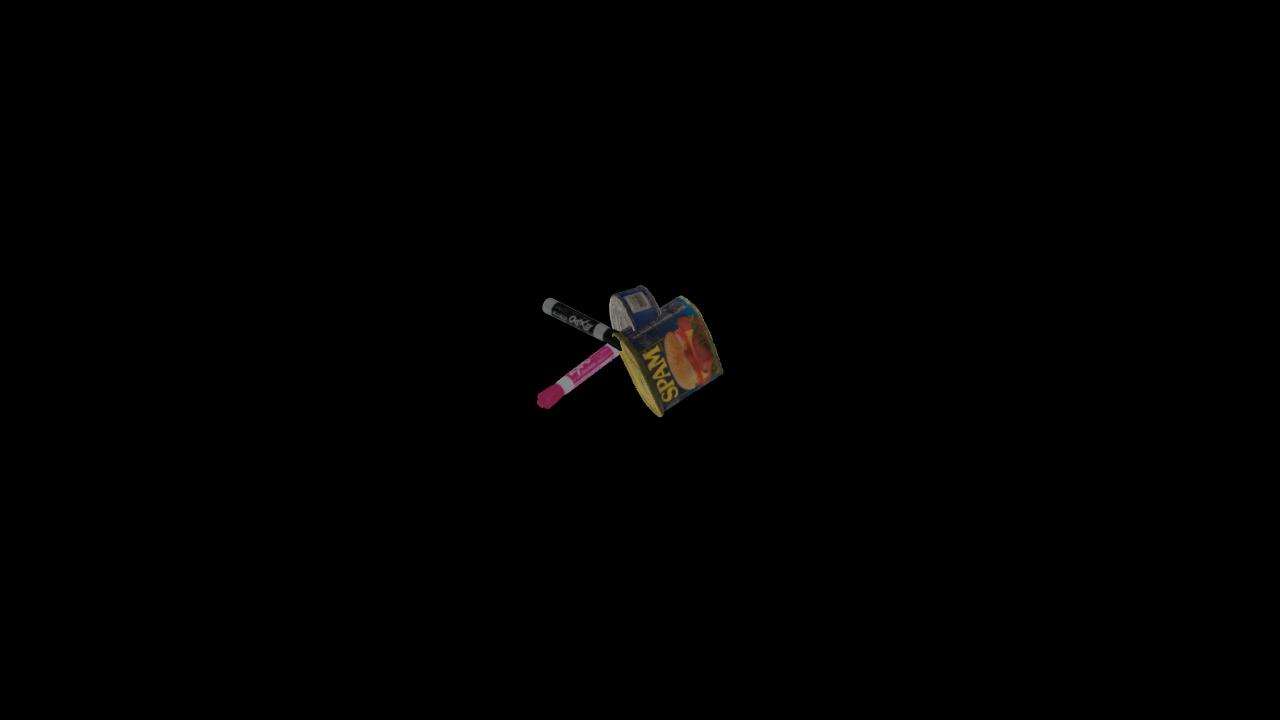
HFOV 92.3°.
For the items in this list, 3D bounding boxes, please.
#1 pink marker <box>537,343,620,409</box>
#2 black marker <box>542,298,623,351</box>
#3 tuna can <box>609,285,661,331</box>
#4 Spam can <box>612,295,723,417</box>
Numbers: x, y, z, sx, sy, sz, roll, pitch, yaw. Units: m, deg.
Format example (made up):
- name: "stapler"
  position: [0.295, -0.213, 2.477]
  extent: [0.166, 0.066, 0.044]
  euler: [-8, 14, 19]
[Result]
- name: "pink marker"
  position: [-0.064, 0.015, 0.657]
  extent: [0.020, 0.020, 0.121]
  euler: [0, 30, 46]
- name: "black marker"
  position: [-0.058, -0.039, 0.665]
  extent: [0.121, 0.020, 0.020]
  euler: [27, 15, 32]
- name: "tuna can"
  position: [-0.003, -0.035, 0.655]
  extent: [0.034, 0.084, 0.084]
  euler: [-19, 6, -17]
- name: "Spam can"
  position: [0.031, -0.005, 0.646]
  extent: [0.085, 0.101, 0.058]
  euler: [-32, 34, -11]
